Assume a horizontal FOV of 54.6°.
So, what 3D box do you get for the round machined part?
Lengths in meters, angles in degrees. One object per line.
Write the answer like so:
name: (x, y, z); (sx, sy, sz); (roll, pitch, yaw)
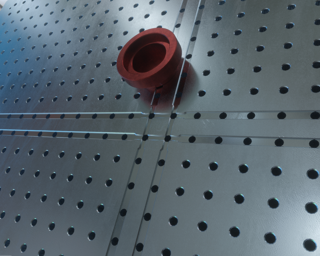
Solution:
round machined part: (-0.012, -0.099, 0.466); (0.098, 0.042, 0.098); (-13, 56, 21)
